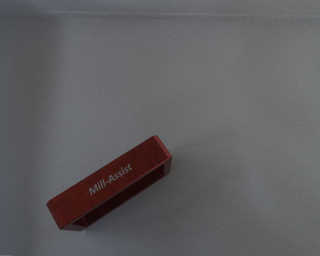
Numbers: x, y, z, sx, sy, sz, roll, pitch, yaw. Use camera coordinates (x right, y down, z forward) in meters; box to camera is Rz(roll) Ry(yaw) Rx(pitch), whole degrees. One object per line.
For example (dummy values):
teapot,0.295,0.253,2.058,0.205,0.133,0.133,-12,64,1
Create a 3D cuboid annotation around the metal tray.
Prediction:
metal tray,-0.050,0.066,0.350,0.131,0.090,0.030,-32,74,-11
